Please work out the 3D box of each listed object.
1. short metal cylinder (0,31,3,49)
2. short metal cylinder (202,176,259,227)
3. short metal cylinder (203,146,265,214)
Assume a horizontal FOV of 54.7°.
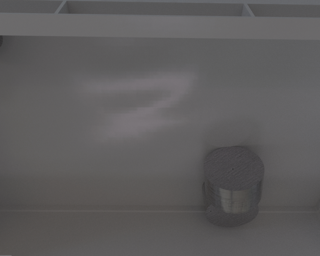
[{"bbox_3d":[-0.205,-0.082,0.301,0.080,0.080,0.050,29,124,-23],"label":"short metal cylinder"},{"bbox_3d":[0.109,0.113,0.490,0.081,0.050,0.079,0,130,0],"label":"short metal cylinder"},{"bbox_3d":[0.103,0.072,0.435,0.080,0.080,0.050,-6,130,5],"label":"short metal cylinder"}]
